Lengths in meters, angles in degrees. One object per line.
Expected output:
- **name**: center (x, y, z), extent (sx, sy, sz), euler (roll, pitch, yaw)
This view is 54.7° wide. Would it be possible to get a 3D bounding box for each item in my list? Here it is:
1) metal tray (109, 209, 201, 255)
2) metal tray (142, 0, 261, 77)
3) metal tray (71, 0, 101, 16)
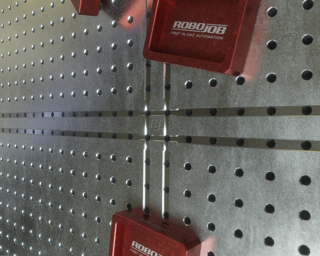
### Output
- **metal tray**: center (-0.013, 0.173, 0.414), extent (0.130, 0.030, 0.089), euler (10, 96, 39)
- **metal tray**: center (0.043, -0.117, 0.369), extent (0.130, 0.030, 0.089), euler (20, 102, 38)
- **metal tray**: center (-0.108, -0.245, 0.456), extent (0.090, 0.030, 0.129), euler (59, 142, 38)
